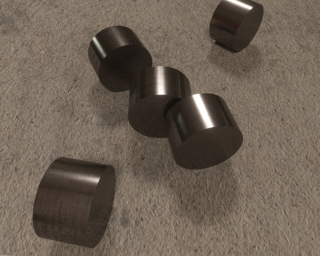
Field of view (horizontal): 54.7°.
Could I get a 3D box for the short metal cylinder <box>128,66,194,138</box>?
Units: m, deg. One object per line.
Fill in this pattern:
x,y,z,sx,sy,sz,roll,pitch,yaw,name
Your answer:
0.001,-0.031,0.394,0.081,0.080,0.050,-1,50,-1,short metal cylinder

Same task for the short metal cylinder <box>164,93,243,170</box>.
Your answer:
0.049,0.006,0.364,0.081,0.080,0.050,-10,51,-9,short metal cylinder

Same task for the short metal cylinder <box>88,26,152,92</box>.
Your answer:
-0.058,-0.100,0.451,0.081,0.080,0.050,-19,53,-16,short metal cylinder

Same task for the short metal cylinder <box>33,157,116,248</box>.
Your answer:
-0.080,0.072,0.306,0.050,0.080,0.080,9,51,7,short metal cylinder

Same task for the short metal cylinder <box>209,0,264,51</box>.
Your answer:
0.127,-0.176,0.517,0.050,0.080,0.080,36,59,26,short metal cylinder
